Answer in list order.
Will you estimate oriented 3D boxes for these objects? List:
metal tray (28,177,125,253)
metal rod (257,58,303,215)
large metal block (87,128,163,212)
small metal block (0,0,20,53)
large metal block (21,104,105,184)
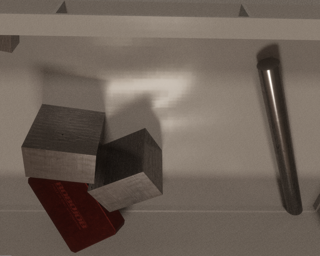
[{"bbox_3d":[-0.123,0.107,0.452,0.090,0.030,0.130,-31,91,23],"label":"metal tray"},{"bbox_3d":[0.176,0.033,0.440,0.025,0.025,0.299,-17,129,13],"label":"metal rod"},{"bbox_3d":[-0.044,0.056,0.421,0.080,0.080,0.050,-22,127,17],"label":"large metal block"},{"bbox_3d":[-0.173,-0.109,0.313,0.050,0.025,0.050,10,130,-11],"label":"small metal block"},{"bbox_3d":[-0.116,0.019,0.387,0.081,0.080,0.050,8,130,-7],"label":"large metal block"}]
